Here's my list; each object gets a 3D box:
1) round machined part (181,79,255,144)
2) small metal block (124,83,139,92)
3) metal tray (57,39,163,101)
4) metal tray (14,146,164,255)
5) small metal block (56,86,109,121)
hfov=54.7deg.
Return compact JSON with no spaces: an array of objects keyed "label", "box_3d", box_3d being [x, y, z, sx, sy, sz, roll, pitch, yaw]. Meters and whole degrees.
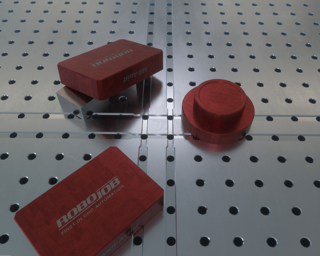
[{"label":"round machined part","box_3d":[0.079,-0.029,0.421,0.099,0.042,0.098,0,50,0]},{"label":"small metal block","box_3d":[-0.056,-0.084,0.478,0.050,0.025,0.050,7,50,6]},{"label":"metal tray","box_3d":[-0.069,-0.090,0.454,0.090,0.030,0.131,24,42,32]},{"label":"metal tray","box_3d":[-0.071,0.087,0.330,0.131,0.030,0.090,-36,59,-27]},{"label":"small metal block","box_3d":[-0.110,-0.045,0.445,0.050,0.025,0.050,31,56,23]}]
